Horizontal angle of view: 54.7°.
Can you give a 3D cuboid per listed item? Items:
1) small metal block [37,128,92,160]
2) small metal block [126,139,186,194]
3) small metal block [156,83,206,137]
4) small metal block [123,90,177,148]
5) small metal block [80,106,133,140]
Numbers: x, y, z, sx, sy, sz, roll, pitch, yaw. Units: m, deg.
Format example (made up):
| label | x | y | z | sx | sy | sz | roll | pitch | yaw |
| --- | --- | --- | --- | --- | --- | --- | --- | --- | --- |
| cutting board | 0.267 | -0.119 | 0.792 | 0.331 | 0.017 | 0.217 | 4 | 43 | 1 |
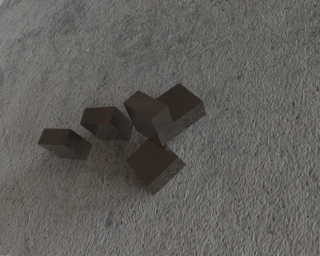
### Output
| label | x | y | z | sx | sy | sz | roll | pitch | yaw |
| --- | --- | --- | --- | --- | --- | --- | --- | --- | --- |
| small metal block | -0.136 | 0.023 | 0.445 | 0.050 | 0.050 | 0.025 | 0 | 62 | 28 |
| small metal block | -0.005 | 0.043 | 0.381 | 0.050 | 0.025 | 0.050 | -44 | 51 | -2 |
| small metal block | 0.022 | -0.025 | 0.402 | 0.050 | 0.025 | 0.050 | -36 | 50 | -10 |
| small metal block | -0.011 | -0.011 | 0.370 | 0.050 | 0.050 | 0.025 | 30 | 64 | 37 |
| small metal block | -0.072 | -0.005 | 0.429 | 0.050 | 0.050 | 0.025 | -1 | 61 | 27 |
